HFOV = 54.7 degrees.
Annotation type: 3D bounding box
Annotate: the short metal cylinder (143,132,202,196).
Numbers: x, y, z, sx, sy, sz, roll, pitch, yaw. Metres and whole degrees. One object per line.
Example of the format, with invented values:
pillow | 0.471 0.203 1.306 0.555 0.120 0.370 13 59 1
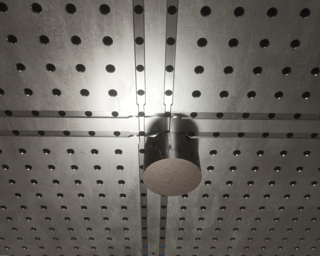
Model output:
short metal cylinder | 0.017 0.052 0.440 0.081 0.050 0.079 -1 131 0
